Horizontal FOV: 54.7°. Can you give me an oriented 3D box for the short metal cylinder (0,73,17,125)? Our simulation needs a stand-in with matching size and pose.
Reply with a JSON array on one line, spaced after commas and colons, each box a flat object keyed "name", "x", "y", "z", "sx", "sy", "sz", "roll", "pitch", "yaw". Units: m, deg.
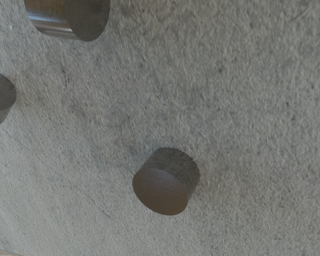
[{"name": "short metal cylinder", "x": -0.275, "y": -0.046, "z": 0.485, "sx": 0.080, "sy": 0.080, "sz": 0.050, "roll": 45, "pitch": 129, "yaw": -4}]

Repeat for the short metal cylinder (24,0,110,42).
[{"name": "short metal cylinder", "x": -0.097, "y": -0.138, "z": 0.336, "sx": 0.050, "sy": 0.080, "sz": 0.079, "roll": 14, "pitch": 124, "yaw": 20}]

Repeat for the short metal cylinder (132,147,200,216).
[{"name": "short metal cylinder", "x": 0.009, "y": 0.074, "z": 0.430, "sx": 0.080, "sy": 0.050, "sz": 0.079, "roll": 13, "pitch": 124, "yaw": 20}]
